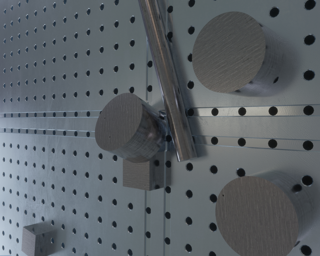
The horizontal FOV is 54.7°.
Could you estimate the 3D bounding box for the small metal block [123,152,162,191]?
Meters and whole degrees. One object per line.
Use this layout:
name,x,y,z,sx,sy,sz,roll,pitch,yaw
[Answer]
small metal block,-0.025,0.057,0.430,0.050,0.025,0.050,0,90,40

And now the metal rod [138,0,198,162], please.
metal rod,0.000,-0.104,0.409,0.025,0.025,0.299,-22,76,38

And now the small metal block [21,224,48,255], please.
small metal block,-0.250,0.226,0.615,0.050,0.025,0.050,9,96,39

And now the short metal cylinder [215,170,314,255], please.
short metal cylinder,0.103,0.085,0.308,0.080,0.050,0.079,0,90,40

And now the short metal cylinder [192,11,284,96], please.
short metal cylinder,0.081,-0.075,0.326,0.080,0.050,0.079,0,90,40

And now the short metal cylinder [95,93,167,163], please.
short metal cylinder,-0.039,0.001,0.407,0.080,0.050,0.080,-19,56,31
